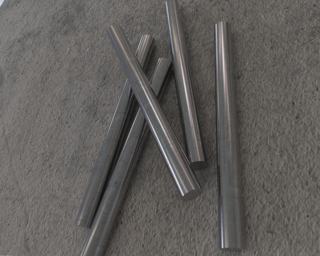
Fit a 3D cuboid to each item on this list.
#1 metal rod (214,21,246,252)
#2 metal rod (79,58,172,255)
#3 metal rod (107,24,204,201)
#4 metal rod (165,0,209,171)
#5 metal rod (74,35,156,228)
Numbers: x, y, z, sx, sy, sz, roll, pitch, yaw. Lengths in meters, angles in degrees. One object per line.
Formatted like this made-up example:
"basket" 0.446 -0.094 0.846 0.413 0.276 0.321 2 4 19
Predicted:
"metal rod" 0.079 -0.013 0.370 0.025 0.025 0.299 -9 57 23
"metal rod" -0.039 0.035 0.402 0.025 0.025 0.300 6 64 31
"metal rod" -0.019 -0.042 0.406 0.025 0.025 0.299 -31 55 8
"metal rod" 0.032 -0.081 0.436 0.025 0.025 0.299 -18 55 18
"metal rod" -0.056 -0.010 0.439 0.025 0.025 0.300 1 62 29
